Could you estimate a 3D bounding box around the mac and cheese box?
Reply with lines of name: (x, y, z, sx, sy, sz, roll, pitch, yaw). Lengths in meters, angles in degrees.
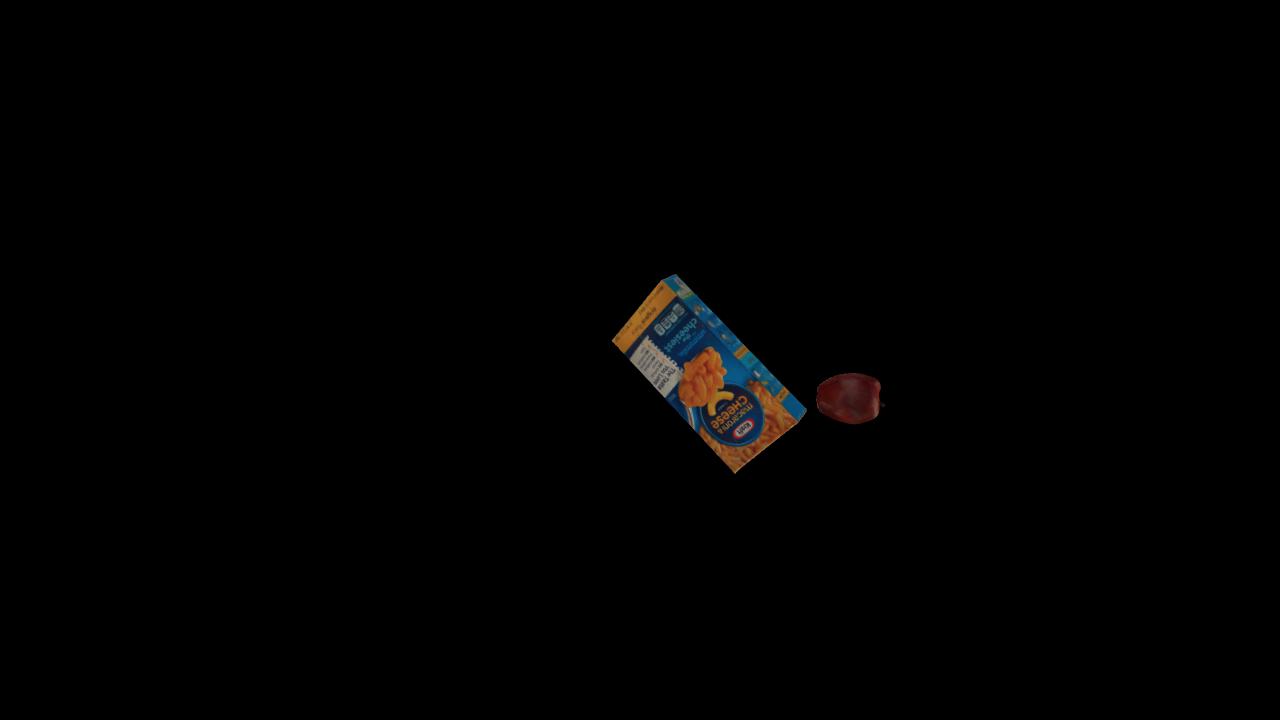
mac and cheese box: (0.065, 0.014, 0.607, 0.093, 0.184, 0.041, -48, -9, 31)

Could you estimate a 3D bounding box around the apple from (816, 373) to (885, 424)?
apple: (0.303, 0.056, 0.887, 0.093, 0.079, 0.079, 5, 2, 26)
